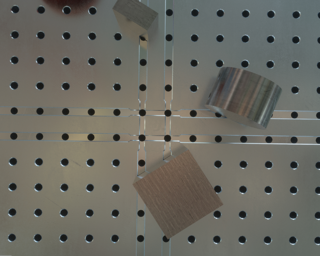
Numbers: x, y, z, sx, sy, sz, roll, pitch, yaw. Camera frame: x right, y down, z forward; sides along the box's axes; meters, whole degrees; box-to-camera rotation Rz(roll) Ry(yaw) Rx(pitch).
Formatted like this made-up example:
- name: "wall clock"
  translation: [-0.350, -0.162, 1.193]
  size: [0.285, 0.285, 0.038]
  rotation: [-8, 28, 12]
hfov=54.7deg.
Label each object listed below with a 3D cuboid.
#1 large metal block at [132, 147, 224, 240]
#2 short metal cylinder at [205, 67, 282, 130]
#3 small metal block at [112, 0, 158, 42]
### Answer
- name: "large metal block"
  translation: [0.022, 0.081, 0.401]
  size: [0.080, 0.050, 0.080]
  rotation: [-32, 90, 0]
- name: "short metal cylinder"
  translation: [0.103, -0.036, 0.387]
  size: [0.080, 0.080, 0.050]
  rotation: [23, 90, -1]
- name: "small metal block"
  translation: [-0.030, -0.142, 0.400]
  size: [0.050, 0.050, 0.025]
  rotation: [32, 90, -1]
